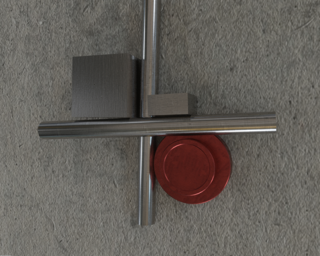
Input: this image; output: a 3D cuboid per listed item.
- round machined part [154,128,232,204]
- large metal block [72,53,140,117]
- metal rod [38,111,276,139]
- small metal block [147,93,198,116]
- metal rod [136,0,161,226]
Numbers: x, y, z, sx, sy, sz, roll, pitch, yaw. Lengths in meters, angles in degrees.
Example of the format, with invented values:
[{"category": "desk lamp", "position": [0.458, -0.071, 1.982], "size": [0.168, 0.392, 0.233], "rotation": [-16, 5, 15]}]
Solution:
[{"category": "round machined part", "position": [0.038, 0.047, 0.386], "size": [0.098, 0.042, 0.097], "rotation": [0, 90, 19]}, {"category": "large metal block", "position": [-0.070, -0.054, 0.420], "size": [0.080, 0.050, 0.079], "rotation": [1, 90, 19]}, {"category": "metal rod", "position": [-0.015, -0.001, 0.388], "size": [0.301, 0.025, 0.025], "rotation": [-2, 90, 15]}, {"category": "small metal block", "position": [0.017, -0.028, 0.390], "size": [0.050, 0.050, 0.025], "rotation": [-1, 90, 19]}, {"category": "metal rod", "position": [-0.015, -0.022, 0.414], "size": [0.025, 0.025, 0.298], "rotation": [2, 91, 19]}]
